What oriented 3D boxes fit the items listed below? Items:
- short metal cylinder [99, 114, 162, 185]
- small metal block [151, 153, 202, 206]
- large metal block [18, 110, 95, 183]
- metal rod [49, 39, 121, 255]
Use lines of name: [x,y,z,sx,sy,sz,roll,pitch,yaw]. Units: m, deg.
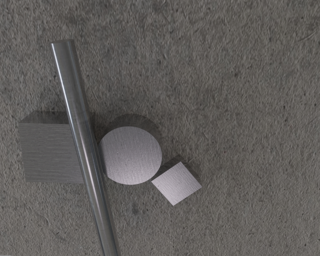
short metal cylinder: [-0.038,0.027,0.406,0.081,0.050,0.079,0,110,0]
small metal block: [0.023,0.073,0.437,0.050,0.025,0.050,-36,107,12]
large metal block: [-0.129,0.024,0.404,0.081,0.050,0.079,2,110,-1]
metal rod: [-0.083,0.047,0.374,0.025,0.025,0.298,-6,114,2]
